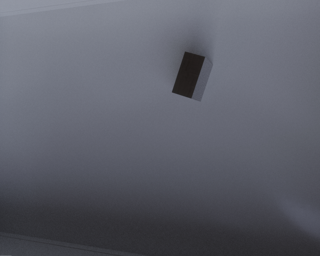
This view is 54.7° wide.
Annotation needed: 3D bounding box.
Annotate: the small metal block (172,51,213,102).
[{"bbox_3d":[0.041,-0.062,0.382,0.025,0.050,0.050,20,97,18],"label":"small metal block"}]
